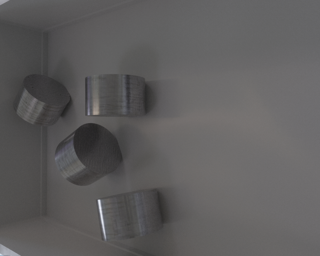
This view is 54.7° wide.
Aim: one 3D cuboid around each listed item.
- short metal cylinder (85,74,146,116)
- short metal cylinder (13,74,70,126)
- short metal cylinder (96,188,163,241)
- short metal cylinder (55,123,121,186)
[{"bbox_3d":[-0.060,-0.041,0.421,0.080,0.081,0.050,-1,90,40],"label":"short metal cylinder"},{"bbox_3d":[-0.206,-0.049,0.542,0.050,0.081,0.080,-51,60,28],"label":"short metal cylinder"},{"bbox_3d":[-0.039,0.111,0.404,0.080,0.081,0.050,-17,79,39],"label":"short metal cylinder"},{"bbox_3d":[-0.106,0.039,0.458,0.050,0.081,0.080,-32,70,35],"label":"short metal cylinder"}]
